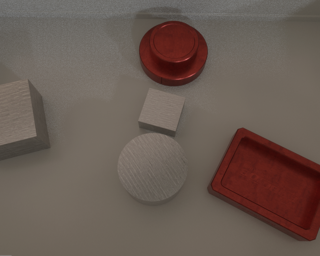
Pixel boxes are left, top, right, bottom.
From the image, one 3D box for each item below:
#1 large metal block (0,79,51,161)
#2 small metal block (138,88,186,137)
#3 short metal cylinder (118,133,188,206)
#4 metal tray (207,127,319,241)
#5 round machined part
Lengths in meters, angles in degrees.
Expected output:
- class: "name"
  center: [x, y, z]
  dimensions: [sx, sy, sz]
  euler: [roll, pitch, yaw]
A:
- class: "large metal block"
  center: [-0.195, -0.008, 0.397]
  dimensions: [0.081, 0.050, 0.080]
  euler: [-15, 71, -6]
- class: "small metal block"
  center: [0.003, -0.021, 0.417]
  dimensions: [0.050, 0.025, 0.050]
  euler: [16, 71, 5]
- class: "short metal cylinder"
  center: [-0.008, 0.052, 0.377]
  dimensions: [0.081, 0.050, 0.080]
  euler: [0, 70, 0]
- class: "metal tray"
  center: [0.137, 0.068, 0.383]
  dimensions: [0.130, 0.030, 0.090]
  euler: [27, 72, 9]
- class: "round machined part"
  center: [0.019, -0.112, 0.442]
  dimensions: [0.099, 0.042, 0.098]
  euler: [0, 70, -1]
